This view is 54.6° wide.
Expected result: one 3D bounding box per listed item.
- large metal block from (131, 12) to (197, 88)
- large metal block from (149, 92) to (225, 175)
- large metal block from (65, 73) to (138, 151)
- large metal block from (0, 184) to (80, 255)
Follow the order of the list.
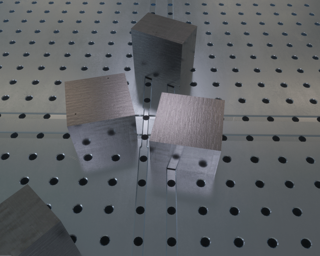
[{"bbox_3d":[0.006,-0.118,0.471,0.080,0.080,0.050,22,54,17],"label":"large metal block"},{"bbox_3d":[0.035,0.006,0.387,0.080,0.050,0.080,8,50,6],"label":"large metal block"},{"bbox_3d":[-0.078,-0.023,0.410,0.081,0.050,0.080,-10,51,-9],"label":"large metal block"},{"bbox_3d":[-0.128,0.111,0.278,0.050,0.080,0.080,36,59,26],"label":"large metal block"}]
